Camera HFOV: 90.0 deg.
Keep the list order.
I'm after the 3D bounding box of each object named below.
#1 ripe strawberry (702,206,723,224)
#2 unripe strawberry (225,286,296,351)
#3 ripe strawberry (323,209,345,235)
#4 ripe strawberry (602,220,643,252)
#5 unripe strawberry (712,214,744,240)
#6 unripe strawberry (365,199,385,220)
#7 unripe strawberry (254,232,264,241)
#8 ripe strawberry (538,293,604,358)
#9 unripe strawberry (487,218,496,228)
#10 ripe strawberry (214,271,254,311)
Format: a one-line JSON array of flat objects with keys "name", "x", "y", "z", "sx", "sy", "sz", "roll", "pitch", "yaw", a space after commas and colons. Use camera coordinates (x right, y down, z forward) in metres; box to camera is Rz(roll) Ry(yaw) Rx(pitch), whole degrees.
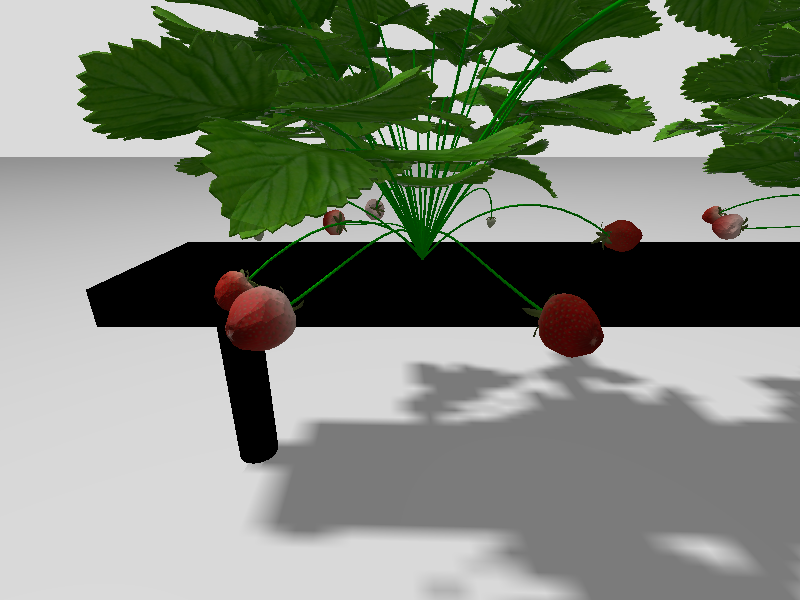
[{"name": "ripe strawberry", "x": 0.402, "y": -0.109, "z": 0.516, "sx": 0.019, "sy": 0.022, "sz": 0.021, "roll": -8, "pitch": -3, "yaw": -20}, {"name": "unripe strawberry", "x": -0.070, "y": 0.011, "z": 0.199, "sx": 0.032, "sy": 0.033, "sz": 0.034, "roll": 11, "pitch": 25, "yaw": 26}, {"name": "ripe strawberry", "x": -0.075, "y": -0.088, "z": 0.453, "sx": 0.025, "sy": 0.029, "sz": 0.027, "roll": -19, "pitch": 28, "yaw": -39}, {"name": "ripe strawberry", "x": 0.211, "y": -0.061, "z": 0.380, "sx": 0.035, "sy": 0.030, "sz": 0.035, "roll": -2, "pitch": 22, "yaw": -7}, {"name": "unripe strawberry", "x": 0.353, "y": -0.080, "z": 0.433, "sx": 0.026, "sy": 0.027, "sz": 0.024, "roll": 14, "pitch": 25, "yaw": 33}, {"name": "unripe strawberry", "x": -0.035, "y": -0.123, "z": 0.546, "sx": 0.027, "sy": 0.028, "sz": 0.029, "roll": -6, "pitch": 10, "yaw": -14}, {"name": "unripe strawberry", "x": -0.139, "y": -0.064, "z": 0.393, "sx": 0.011, "sy": 0.012, "sz": 0.011, "roll": 5, "pitch": 22, "yaw": 13}, {"name": "ripe strawberry", "x": 0.081, "y": 0.013, "z": 0.191, "sx": 0.027, "sy": 0.031, "sz": 0.030, "roll": -7, "pitch": 23, "yaw": -18}, {"name": "unripe strawberry", "x": 0.108, "y": -0.092, "z": 0.475, "sx": 0.010, "sy": 0.011, "sz": 0.011, "roll": 14, "pitch": 26, "yaw": 32}, {"name": "ripe strawberry", "x": -0.102, "y": -0.004, "z": 0.245, "sx": 0.022, "sy": 0.025, "sz": 0.023, "roll": 20, "pitch": 57, "yaw": 41}]
